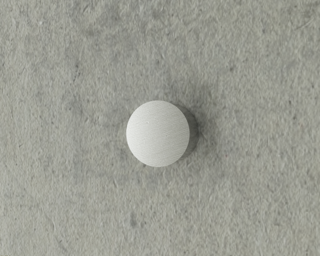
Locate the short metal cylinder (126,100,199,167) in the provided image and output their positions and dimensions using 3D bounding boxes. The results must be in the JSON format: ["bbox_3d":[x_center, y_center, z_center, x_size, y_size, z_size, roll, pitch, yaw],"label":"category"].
[{"bbox_3d":[0.005,0.007,0.393,0.080,0.050,0.079,0,90,19],"label":"short metal cylinder"}]
